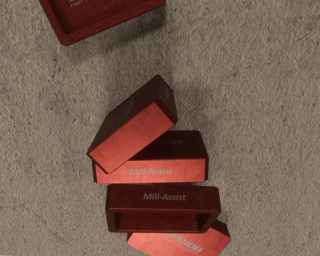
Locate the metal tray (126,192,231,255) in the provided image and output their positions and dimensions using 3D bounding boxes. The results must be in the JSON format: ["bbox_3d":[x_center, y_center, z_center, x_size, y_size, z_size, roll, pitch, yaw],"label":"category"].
[{"bbox_3d":[0.028,0.160,0.467,0.131,0.030,0.090,30,107,-11],"label":"metal tray"}]

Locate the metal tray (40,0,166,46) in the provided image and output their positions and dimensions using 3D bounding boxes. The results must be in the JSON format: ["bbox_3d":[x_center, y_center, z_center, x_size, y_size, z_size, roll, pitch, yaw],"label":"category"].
[{"bbox_3d":[-0.068,-0.159,0.347,0.130,0.030,0.090,-21,109,7],"label":"metal tray"}]

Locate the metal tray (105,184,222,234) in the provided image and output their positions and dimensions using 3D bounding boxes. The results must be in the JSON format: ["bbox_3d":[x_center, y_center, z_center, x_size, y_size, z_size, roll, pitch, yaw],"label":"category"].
[{"bbox_3d":[0.001,0.103,0.386,0.131,0.030,0.089,2,145,-5],"label":"metal tray"}]

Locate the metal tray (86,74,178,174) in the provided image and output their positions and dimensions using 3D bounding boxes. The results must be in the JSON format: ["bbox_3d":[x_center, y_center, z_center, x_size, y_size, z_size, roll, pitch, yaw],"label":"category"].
[{"bbox_3d":[-0.027,-0.011,0.349,0.090,0.130,0.030,-37,106,12],"label":"metal tray"}]

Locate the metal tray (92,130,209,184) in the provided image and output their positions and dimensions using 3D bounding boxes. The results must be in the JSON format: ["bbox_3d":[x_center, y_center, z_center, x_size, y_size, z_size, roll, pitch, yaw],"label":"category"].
[{"bbox_3d":[-0.011,0.033,0.387,0.131,0.090,0.030,-1,110,0],"label":"metal tray"}]
